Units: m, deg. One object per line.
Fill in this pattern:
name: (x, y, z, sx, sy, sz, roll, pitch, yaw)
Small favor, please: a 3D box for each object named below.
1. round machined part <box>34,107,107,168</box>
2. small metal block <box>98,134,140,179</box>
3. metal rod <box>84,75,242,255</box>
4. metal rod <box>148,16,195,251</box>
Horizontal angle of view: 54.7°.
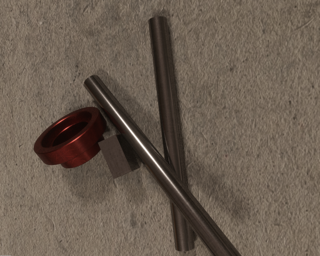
round machined part: (-0.115, 0.017, 0.420, 0.098, 0.098, 0.042, -17, 120, 19)
small metal block: (-0.053, 0.037, 0.410, 0.025, 0.050, 0.050, -25, 84, 6)
metal rod: (-0.009, 0.041, 0.388, 0.025, 0.025, 0.300, -45, 68, 14)
metal rod: (0.015, 0.005, 0.403, 0.025, 0.025, 0.298, -8, 87, 19)
